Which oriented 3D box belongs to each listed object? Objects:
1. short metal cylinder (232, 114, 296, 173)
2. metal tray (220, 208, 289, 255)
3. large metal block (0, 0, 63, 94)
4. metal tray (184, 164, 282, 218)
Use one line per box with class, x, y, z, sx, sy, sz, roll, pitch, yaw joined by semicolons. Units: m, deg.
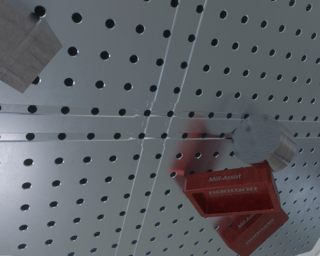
short metal cylinder;0.159;0.024;0.478;0.050;0.080;0.080;29;103;-38
metal tray;0.199;0.206;0.644;0.130;0.030;0.090;-43;130;2
large metal block;-0.135;-0.084;0.250;0.050;0.080;0.080;-48;129;5
metal tray;0.114;0.103;0.486;0.130;0.030;0.090;-12;134;23
